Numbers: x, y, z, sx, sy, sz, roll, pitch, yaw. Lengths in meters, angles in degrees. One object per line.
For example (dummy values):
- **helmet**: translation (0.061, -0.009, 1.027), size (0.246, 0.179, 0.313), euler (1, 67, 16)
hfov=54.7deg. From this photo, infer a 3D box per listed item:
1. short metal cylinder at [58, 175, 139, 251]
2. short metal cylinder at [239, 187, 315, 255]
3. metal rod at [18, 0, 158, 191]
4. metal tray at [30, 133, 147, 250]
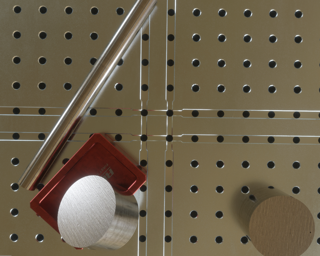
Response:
- **short metal cylinder**: translation (-0.073, 0.102, 0.368), size (0.080, 0.050, 0.080), euler (-12, 61, 23)
- **short metal cylinder**: translation (0.149, 0.122, 0.402), size (0.081, 0.050, 0.080), euler (0, 90, 0)
- **metal rod**: translation (-0.095, -0.049, 0.412), size (0.025, 0.025, 0.299), euler (33, 90, 0)
- **metal tray**: translation (-0.092, 0.081, 0.409), size (0.090, 0.030, 0.130), euler (43, 90, 0)
